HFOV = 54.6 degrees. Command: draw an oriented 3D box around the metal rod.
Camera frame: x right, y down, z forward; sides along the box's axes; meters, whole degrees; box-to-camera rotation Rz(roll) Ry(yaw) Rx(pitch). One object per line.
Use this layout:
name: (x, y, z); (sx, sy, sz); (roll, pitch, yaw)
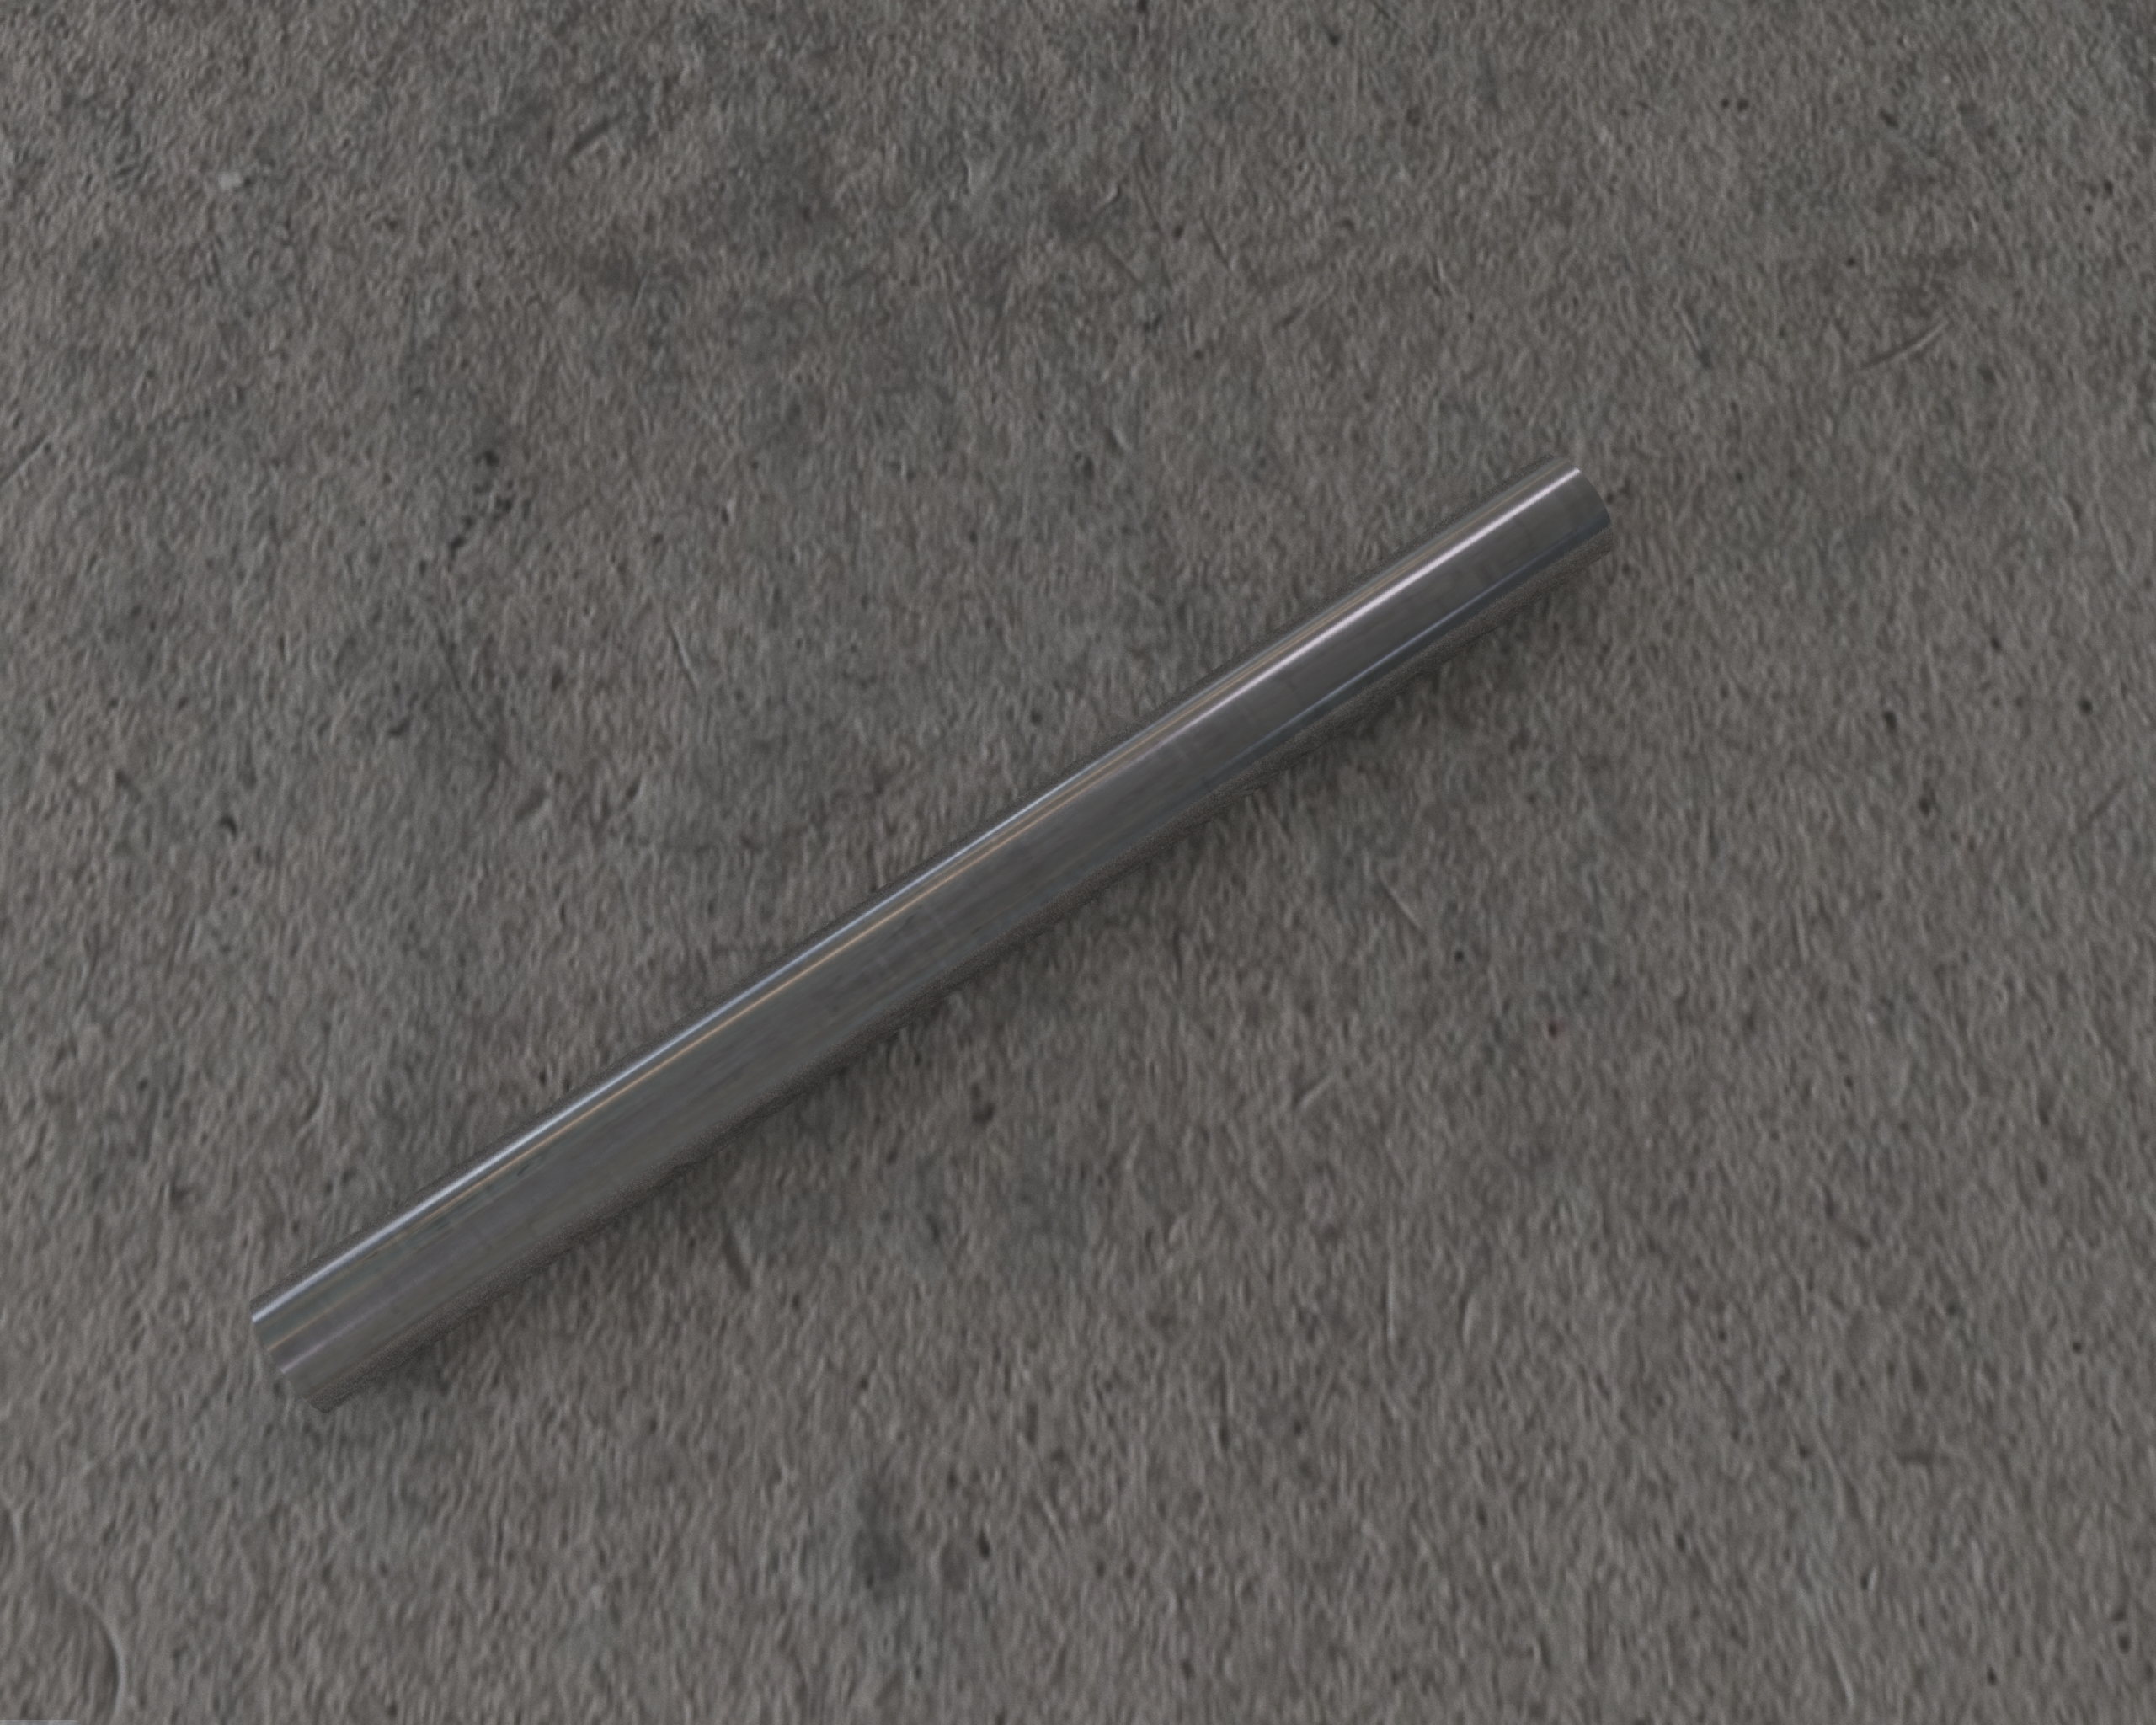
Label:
metal rod: (-0.019, 0.007, 0.407); (0.301, 0.025, 0.025); (-34, 74, -12)
